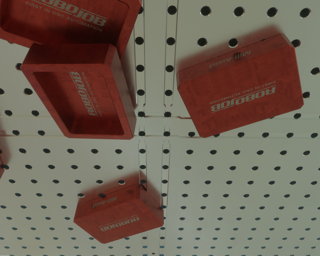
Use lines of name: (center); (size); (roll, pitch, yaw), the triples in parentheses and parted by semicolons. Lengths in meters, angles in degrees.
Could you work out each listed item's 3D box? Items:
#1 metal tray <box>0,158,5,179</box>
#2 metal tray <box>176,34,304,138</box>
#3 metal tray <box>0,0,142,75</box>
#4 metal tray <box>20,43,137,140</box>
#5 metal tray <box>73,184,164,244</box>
metal tray: (-0.280, 0.027, 0.426); (0.091, 0.030, 0.129); (4, 130, -4)
metal tray: (0.096, -0.045, 0.371); (0.130, 0.030, 0.090); (-18, 128, 14)
metal tray: (-0.093, -0.115, 0.308); (0.131, 0.030, 0.089); (17, 128, -15)
metal tray: (-0.083, -0.034, 0.349); (0.090, 0.030, 0.129); (1, 146, 8)
metal tray: (-0.070, 0.152, 0.537); (0.130, 0.030, 0.090); (-23, 127, 17)
